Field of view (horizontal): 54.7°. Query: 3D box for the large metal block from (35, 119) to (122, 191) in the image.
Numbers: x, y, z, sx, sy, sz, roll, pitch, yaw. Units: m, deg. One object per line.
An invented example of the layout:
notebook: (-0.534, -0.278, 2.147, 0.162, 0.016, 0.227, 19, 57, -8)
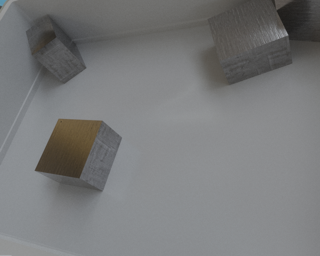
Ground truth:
large metal block: (-0.110, 0.035, 0.426, 0.080, 0.050, 0.080, 3, 63, 29)

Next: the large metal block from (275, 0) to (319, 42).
large metal block: (0.187, -0.148, 0.363, 0.080, 0.080, 0.050, 17, 71, 34)

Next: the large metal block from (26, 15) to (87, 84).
large metal block: (-0.185, -0.140, 0.554, 0.050, 0.080, 0.080, -35, 51, 6)

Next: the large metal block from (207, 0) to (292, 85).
large metal block: (0.114, -0.113, 0.399, 0.080, 0.050, 0.080, -18, 55, 17)
